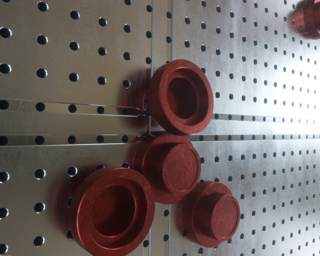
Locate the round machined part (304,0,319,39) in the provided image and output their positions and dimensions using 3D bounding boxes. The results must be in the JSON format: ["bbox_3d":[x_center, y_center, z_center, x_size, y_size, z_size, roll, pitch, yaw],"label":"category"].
[{"bbox_3d":[0.372,-0.255,0.707,0.099,0.042,0.097,0,90,-40],"label":"round machined part"}]

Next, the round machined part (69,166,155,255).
[{"bbox_3d":[-0.057,0.092,0.350,0.099,0.042,0.097,0,90,-40],"label":"round machined part"}]

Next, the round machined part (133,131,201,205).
[{"bbox_3d":[0.016,0.053,0.411,0.099,0.042,0.097,0,90,-40],"label":"round machined part"}]

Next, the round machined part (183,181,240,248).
[{"bbox_3d":[0.084,0.131,0.467,0.099,0.042,0.097,0,90,-40],"label":"round machined part"}]

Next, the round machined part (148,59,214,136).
[{"bbox_3d":[0.023,-0.038,0.411,0.099,0.042,0.098,8,78,-39],"label":"round machined part"}]
